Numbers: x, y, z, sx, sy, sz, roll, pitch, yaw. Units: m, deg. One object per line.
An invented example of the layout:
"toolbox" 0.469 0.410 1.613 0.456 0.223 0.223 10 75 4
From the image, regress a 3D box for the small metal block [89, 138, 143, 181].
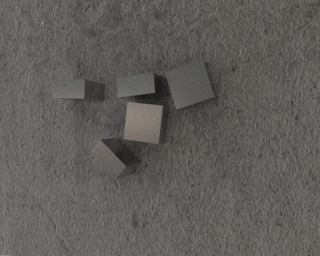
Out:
"small metal block" -0.058 0.040 0.416 0.050 0.050 0.025 44 104 14

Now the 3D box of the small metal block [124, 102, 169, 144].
"small metal block" -0.018 -0.007 0.415 0.050 0.025 0.050 7 92 19

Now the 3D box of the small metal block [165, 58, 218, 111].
"small metal block" 0.040 -0.054 0.395 0.050 0.025 0.050 -18 84 19

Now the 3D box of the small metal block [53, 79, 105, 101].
"small metal block" -0.113 -0.052 0.436 0.050 0.050 0.025 3 91 20

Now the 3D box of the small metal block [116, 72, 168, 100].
"small metal block" -0.022 -0.053 0.403 0.050 0.050 0.025 -5 88 20
